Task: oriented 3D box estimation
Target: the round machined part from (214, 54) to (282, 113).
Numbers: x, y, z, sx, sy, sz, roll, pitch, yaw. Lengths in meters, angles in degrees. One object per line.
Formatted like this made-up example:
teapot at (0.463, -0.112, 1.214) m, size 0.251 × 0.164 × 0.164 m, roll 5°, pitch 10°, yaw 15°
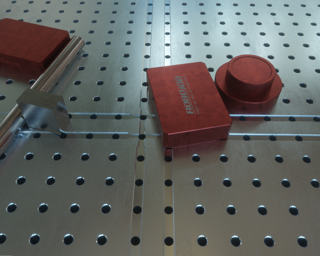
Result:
round machined part at (0.131, -0.072, 0.459) m, size 0.099 × 0.042 × 0.098 m, roll 0°, pitch 50°, yaw 0°

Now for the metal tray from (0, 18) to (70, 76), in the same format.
metal tray at (-0.227, -0.137, 0.517) m, size 0.131 × 0.030 × 0.090 m, roll 15°, pitch 51°, yaw 12°

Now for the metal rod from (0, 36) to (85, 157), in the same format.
metal rod at (-0.182, -0.037, 0.436) m, size 0.025 × 0.025 × 0.300 m, roll 13°, pitch 51°, yaw 10°

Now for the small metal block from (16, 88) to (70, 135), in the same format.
small metal block at (-0.151, -0.021, 0.407) m, size 0.050 × 0.050 × 0.025 m, roll 14°, pitch 51°, yaw 9°

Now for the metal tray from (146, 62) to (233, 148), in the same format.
metal tray at (0.036, -0.038, 0.436) m, size 0.091 × 0.030 × 0.130 m, roll -9°, pitch 51°, yaw -8°
